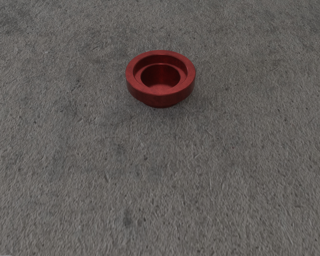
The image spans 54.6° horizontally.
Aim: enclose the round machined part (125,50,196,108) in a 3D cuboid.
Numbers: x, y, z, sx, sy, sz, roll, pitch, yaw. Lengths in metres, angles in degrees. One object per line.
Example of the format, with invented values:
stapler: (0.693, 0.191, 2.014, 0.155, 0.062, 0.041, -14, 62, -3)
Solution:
round machined part: (0.001, -0.067, 0.448, 0.099, 0.042, 0.098, 0, 50, 0)
